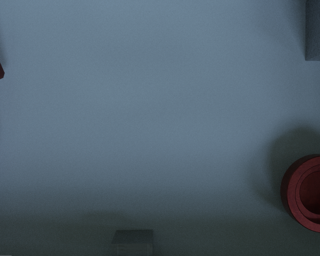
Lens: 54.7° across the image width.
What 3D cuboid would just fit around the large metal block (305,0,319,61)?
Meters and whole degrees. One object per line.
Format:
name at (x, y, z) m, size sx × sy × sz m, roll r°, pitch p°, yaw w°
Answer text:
large metal block at (0.226, -0.132, 0.387) m, size 0.050 × 0.080 × 0.079 m, roll 0°, pitch 90°, yaw 0°

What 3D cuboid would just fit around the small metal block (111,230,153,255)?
small metal block at (-0.034, 0.152, 0.399) m, size 0.050 × 0.050 × 0.025 m, roll -1°, pitch 90°, yaw -1°

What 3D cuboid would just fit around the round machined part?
round machined part at (0.206, 0.082, 0.406) m, size 0.099 × 0.042 × 0.097 m, roll 0°, pitch 90°, yaw -1°

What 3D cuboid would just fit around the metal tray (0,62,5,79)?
metal tray at (-0.251, -0.077, 0.344) m, size 0.030 × 0.131 × 0.089 m, roll 1°, pitch 118°, yaw 27°
